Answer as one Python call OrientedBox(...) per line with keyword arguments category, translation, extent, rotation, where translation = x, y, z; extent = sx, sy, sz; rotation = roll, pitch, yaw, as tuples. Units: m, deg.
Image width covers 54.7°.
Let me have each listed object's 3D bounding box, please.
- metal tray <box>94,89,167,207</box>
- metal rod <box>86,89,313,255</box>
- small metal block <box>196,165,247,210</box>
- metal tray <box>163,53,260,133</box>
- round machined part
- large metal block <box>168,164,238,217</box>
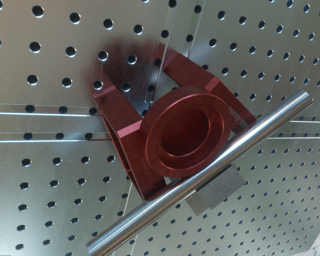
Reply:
OrientedBox(category="metal tray", translation=(-0.031, 0.028, 0.370), extent=(0.030, 0.090, 0.129), rotation=(-26, 128, -12))
OrientedBox(category="metal rod", translation=(0.049, 0.050, 0.354), extent=(0.301, 0.025, 0.025), rotation=(-35, 129, -5))
OrientedBox(category="small metal block", translation=(0.070, 0.069, 0.372), extent=(0.050, 0.050, 0.025), rotation=(-37, 85, -4))
OrientedBox(category="metal tray", translation=(0.071, -0.032, 0.389), extent=(0.030, 0.090, 0.130), rotation=(-49, 129, 7))
OrientedBox(category="round machined part", translation=(0.023, 0.001, 0.325), extent=(0.099, 0.042, 0.097), rotation=(-14, 125, -21))
OrientedBox(category="large metal block", translation=(0.056, 0.063, 0.443), extent=(0.080, 0.080, 0.050), rotation=(-36, 129, -5))
